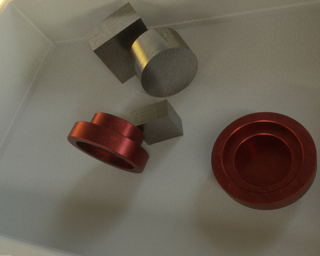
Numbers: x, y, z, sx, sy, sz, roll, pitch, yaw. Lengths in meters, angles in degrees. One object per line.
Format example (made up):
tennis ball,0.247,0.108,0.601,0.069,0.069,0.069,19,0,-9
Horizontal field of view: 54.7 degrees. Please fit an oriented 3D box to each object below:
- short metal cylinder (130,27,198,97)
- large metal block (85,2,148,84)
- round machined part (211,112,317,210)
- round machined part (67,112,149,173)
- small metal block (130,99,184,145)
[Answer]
short metal cylinder,0.005,-0.088,0.421,0.080,0.080,0.050,-32,52,7
large metal block,-0.053,-0.128,0.475,0.080,0.080,0.050,-34,52,6
round machined part,0.106,0.036,0.317,0.098,0.042,0.098,-13,56,20
round machined part,-0.058,0.016,0.378,0.098,0.098,0.042,11,68,32
small metal block,-0.004,-0.006,0.394,0.050,0.050,0.025,-17,55,18
